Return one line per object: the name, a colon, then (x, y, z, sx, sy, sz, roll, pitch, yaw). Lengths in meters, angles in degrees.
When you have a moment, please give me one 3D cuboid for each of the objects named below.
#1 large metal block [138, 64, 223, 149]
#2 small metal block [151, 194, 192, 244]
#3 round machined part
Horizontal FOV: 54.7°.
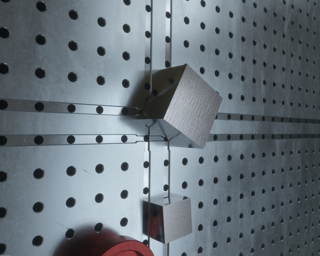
large metal block: (0.030, -0.026, 0.418, 0.080, 0.050, 0.080, 36, 68, -34)
small metal block: (0.016, 0.123, 0.423, 0.050, 0.025, 0.050, -6, 94, -40)
round machined part: (-0.054, 0.172, 0.353, 0.099, 0.042, 0.097, 0, 90, -40)
